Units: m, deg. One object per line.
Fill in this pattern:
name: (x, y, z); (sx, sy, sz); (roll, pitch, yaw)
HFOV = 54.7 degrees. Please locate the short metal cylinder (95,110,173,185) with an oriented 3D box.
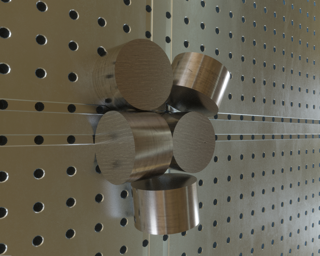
short metal cylinder: (-0.031, 0.020, 0.348); (0.050, 0.080, 0.079); (-3, 92, -41)

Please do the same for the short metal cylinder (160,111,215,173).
short metal cylinder: (0.029, 0.018, 0.417); (0.081, 0.050, 0.079); (-1, 91, -40)

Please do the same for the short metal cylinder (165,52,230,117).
short metal cylinder: (0.046, -0.055, 0.412); (0.080, 0.080, 0.050); (35, 68, -35)

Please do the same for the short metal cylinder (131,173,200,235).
short metal cylinder: (0.007, 0.089, 0.378); (0.081, 0.080, 0.050); (-8, 96, -40)

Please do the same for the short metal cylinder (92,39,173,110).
short metal cylinder: (-0.031, -0.060, 0.366); (0.081, 0.050, 0.079); (0, 91, -39)
